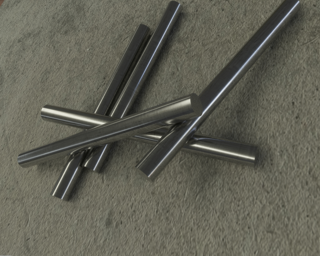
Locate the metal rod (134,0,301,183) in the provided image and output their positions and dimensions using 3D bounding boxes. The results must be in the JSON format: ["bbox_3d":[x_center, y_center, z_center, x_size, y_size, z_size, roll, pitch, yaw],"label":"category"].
[{"bbox_3d":[0.079,-0.057,0.368,0.025,0.025,0.301,29,68,37],"label":"metal rod"}]

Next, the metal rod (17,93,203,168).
[{"bbox_3d":[-0.084,0.013,0.394,0.300,0.025,0.025,-17,54,32],"label":"metal rod"}]

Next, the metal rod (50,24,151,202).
[{"bbox_3d":[-0.082,-0.035,0.468,0.025,0.025,0.300,10,66,32],"label":"metal rod"}]

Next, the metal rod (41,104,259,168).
[{"bbox_3d":[-0.031,0.004,0.393,0.301,0.025,0.025,11,67,24],"label":"metal rod"}]

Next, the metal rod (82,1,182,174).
[{"bbox_3d":[-0.034,-0.072,0.466,0.025,0.025,0.300,12,68,33],"label":"metal rod"}]
